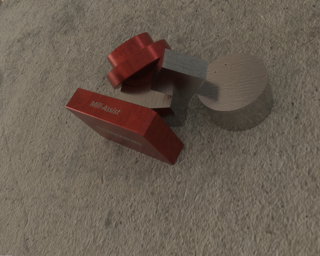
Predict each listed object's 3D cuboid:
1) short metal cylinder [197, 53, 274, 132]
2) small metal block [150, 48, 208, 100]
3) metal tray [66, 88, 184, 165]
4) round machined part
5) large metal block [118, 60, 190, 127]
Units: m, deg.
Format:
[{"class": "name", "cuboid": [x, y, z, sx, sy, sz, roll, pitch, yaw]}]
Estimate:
[{"class": "short metal cylinder", "cuboid": [0.090, -0.042, 0.369, 0.080, 0.050, 0.080, -13, 56, 21]}, {"class": "small metal block", "cuboid": [0.021, -0.060, 0.356, 0.050, 0.050, 0.025, 14, 65, -11]}, {"class": "metal tray", "cuboid": [-0.044, -0.002, 0.387, 0.130, 0.090, 0.030, 18, 72, 35]}, {"class": "round machined part", "cuboid": [-0.035, -0.098, 0.436, 0.098, 0.098, 0.042, -32, 96, 7]}, {"class": "large metal block", "cuboid": [-0.005, -0.047, 0.422, 0.080, 0.050, 0.080, -1, 61, 27]}]
